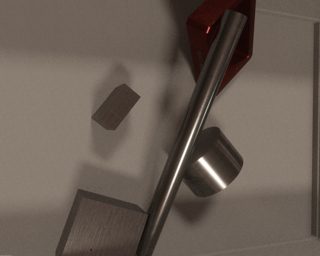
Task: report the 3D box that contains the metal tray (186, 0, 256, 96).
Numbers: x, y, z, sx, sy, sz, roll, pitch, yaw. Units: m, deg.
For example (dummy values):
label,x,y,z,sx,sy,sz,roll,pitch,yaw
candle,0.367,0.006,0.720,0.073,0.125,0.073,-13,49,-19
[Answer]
label,x,y,z,sx,sy,sz,roll,pitch,yaw
metal tray,0.081,-0.110,0.393,0.030,0.130,0.090,36,75,28

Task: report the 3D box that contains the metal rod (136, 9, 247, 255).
label,x,y,z,sx,sy,sz,roll,pitch,yaw
metal rod,0.029,0.018,0.355,0.025,0.025,0.298,16,104,-20

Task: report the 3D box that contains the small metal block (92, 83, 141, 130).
label,x,y,z,sx,sy,sz,roll,pitch,yaw
small metal block,-0.055,-0.025,0.378,0.025,0.050,0.050,40,77,-16

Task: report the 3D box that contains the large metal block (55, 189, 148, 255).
label,x,y,z,sx,sy,sz,roll,pitch,yaw
large metal block,-0.071,0.127,0.372,0.080,0.050,0.080,21,83,-19

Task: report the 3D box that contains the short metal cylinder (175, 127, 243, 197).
label,x,y,z,sx,sy,sz,roll,pitch,yaw
short metal cylinder,0.060,0.043,0.405,0.080,0.080,0.050,-44,105,-15
